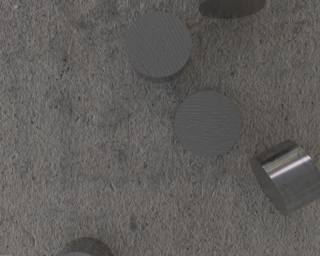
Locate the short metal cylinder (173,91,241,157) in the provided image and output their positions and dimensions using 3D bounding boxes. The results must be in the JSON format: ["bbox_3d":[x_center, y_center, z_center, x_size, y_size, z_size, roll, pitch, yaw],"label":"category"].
[{"bbox_3d":[0.058,-0.005,0.398,0.081,0.050,0.080,0,90,0],"label":"short metal cylinder"}]

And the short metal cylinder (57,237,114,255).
[{"bbox_3d":[-0.100,0.189,0.397,0.081,0.050,0.080,0,90,0],"label":"short metal cylinder"}]

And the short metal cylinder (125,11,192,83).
[{"bbox_3d":[-0.002,-0.101,0.397,0.081,0.050,0.080,0,90,0],"label":"short metal cylinder"}]

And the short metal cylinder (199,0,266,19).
[{"bbox_3d":[0.088,-0.174,0.383,0.081,0.080,0.050,0,90,0],"label":"short metal cylinder"}]

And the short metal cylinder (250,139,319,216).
[{"bbox_3d":[0.156,0.061,0.384,0.050,0.080,0.080,-28,90,0],"label":"short metal cylinder"}]
